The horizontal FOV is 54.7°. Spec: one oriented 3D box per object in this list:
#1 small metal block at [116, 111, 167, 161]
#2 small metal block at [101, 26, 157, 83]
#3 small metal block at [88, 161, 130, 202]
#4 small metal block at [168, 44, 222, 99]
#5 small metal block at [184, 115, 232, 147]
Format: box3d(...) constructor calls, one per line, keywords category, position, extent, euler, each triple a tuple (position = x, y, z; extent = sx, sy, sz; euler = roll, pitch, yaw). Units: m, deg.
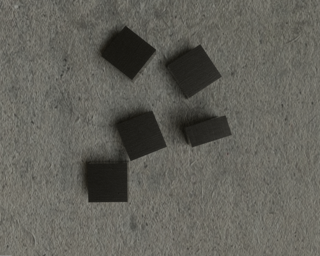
box3d(category="small metal block", position=(-0.024, 0.010, 0.410), extent=(0.050, 0.025, 0.050), euler=(-22, 90, 0))
box3d(category="small metal block", position=(-0.040, -0.096, 0.409), extent=(0.050, 0.025, 0.050), euler=(38, 90, 0))
box3d(category="small metal block", position=(-0.067, 0.070, 0.409), extent=(0.050, 0.025, 0.050), euler=(-1, 90, 0))
box3d(category="small metal block", position=(0.045, -0.073, 0.410), extent=(0.050, 0.025, 0.050), euler=(-34, 90, 0))
box3d(category="small metal block", position=(0.059, 0.004, 0.398), extent=(0.050, 0.050, 0.025), euler=(-17, 90, 0))
